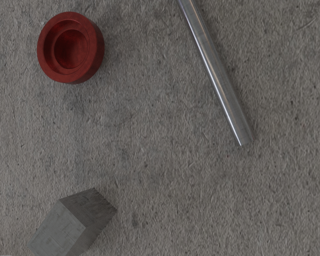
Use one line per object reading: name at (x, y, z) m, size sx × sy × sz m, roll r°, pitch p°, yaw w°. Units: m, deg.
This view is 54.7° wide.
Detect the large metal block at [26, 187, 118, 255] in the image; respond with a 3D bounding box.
large metal block at (-0.116, 0.135, 0.421) m, size 0.050 × 0.080 × 0.080 m, roll 40°, pitch 103°, yaw 15°

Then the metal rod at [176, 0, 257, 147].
metal rod at (0.051, -0.120, 0.391) m, size 0.025 × 0.025 × 0.299 m, roll -24°, pitch 82°, yaw 18°

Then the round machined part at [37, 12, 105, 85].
round machined part at (-0.122, -0.111, 0.443) m, size 0.098 × 0.042 × 0.097 m, roll 0°, pitch 90°, yaw 20°
